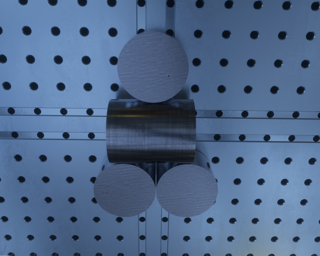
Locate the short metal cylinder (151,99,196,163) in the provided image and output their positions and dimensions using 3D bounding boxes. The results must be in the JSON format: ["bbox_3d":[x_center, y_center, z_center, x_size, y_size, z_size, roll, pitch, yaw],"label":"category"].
[{"bbox_3d":[0.015,0.004,0.386,0.050,0.080,0.079,0,110,-1],"label":"short metal cylinder"}]

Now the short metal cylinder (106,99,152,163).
[{"bbox_3d":[-0.035,0.004,0.385,0.050,0.080,0.079,0,110,-1],"label":"short metal cylinder"}]

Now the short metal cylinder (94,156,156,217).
[{"bbox_3d":[-0.046,0.074,0.426,0.081,0.050,0.079,0,110,-1],"label":"short metal cylinder"}]

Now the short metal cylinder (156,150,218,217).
[{"bbox_3d":[0.035,0.074,0.426,0.081,0.050,0.079,0,110,-1],"label":"short metal cylinder"}]

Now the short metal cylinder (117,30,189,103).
[{"bbox_3d":[-0.008,-0.076,0.372,0.081,0.050,0.079,0,110,-1],"label":"short metal cylinder"}]
